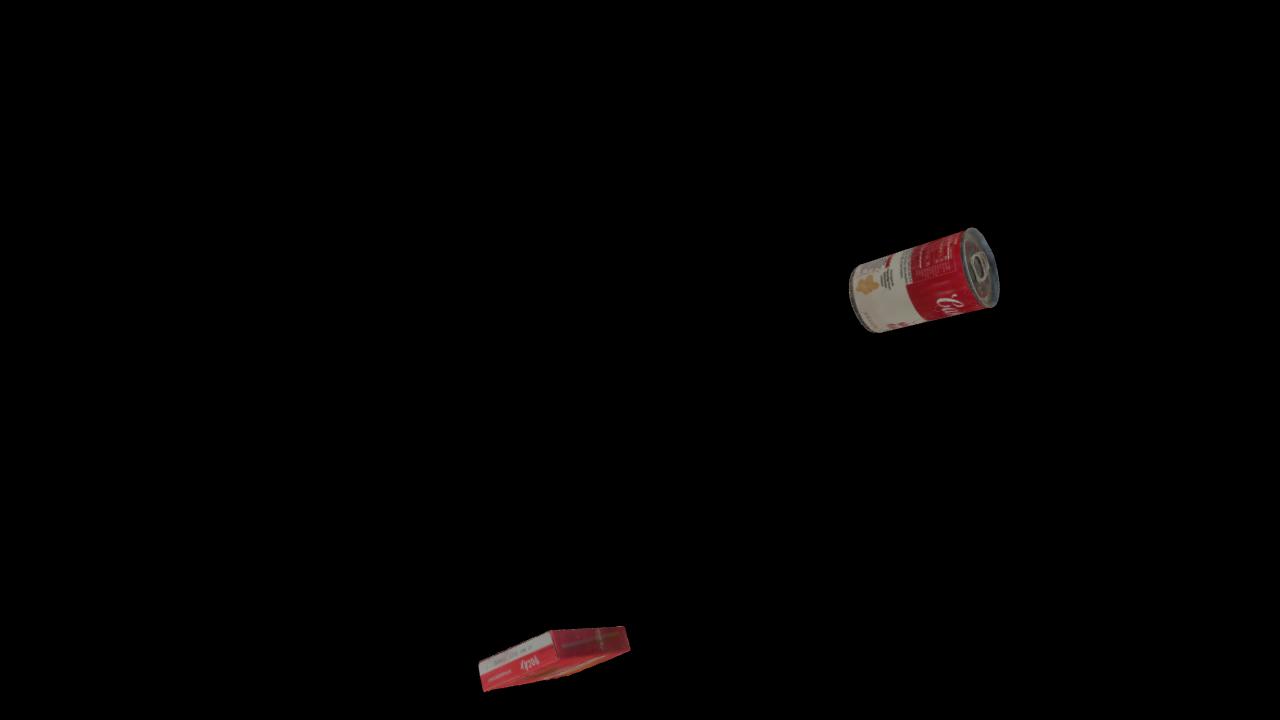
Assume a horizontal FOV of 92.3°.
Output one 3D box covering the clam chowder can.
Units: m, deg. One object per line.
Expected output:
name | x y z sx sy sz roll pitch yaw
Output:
clam chowder can | 0.244 -0.066 0.533 0.068 0.068 0.102 0 -10 -42

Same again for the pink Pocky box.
pink Pocky box | -0.079 0.293 0.610 0.084 0.029 0.155 -28 -29 13
